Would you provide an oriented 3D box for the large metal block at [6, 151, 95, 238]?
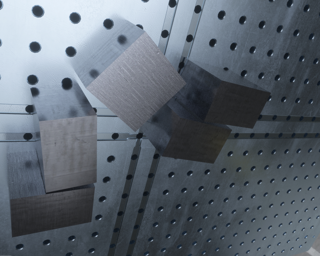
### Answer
[{"bbox_3d":[-0.126,0.067,0.349,0.081,0.080,0.050,-3,120,-27],"label":"large metal block"}]

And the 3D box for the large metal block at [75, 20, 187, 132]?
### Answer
[{"bbox_3d":[-0.032,-0.056,0.344,0.080,0.050,0.080,-44,130,2],"label":"large metal block"}]

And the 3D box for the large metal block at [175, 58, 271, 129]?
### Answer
[{"bbox_3d":[0.075,-0.044,0.391,0.081,0.080,0.050,7,115,-32],"label":"large metal block"}]

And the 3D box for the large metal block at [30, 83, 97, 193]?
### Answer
[{"bbox_3d":[-0.102,0.007,0.325,0.050,0.080,0.079,-8,122,-25],"label":"large metal block"}]

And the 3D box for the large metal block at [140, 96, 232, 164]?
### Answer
[{"bbox_3d":[0.028,-0.002,0.391,0.081,0.080,0.050,12,112,-34],"label":"large metal block"}]
